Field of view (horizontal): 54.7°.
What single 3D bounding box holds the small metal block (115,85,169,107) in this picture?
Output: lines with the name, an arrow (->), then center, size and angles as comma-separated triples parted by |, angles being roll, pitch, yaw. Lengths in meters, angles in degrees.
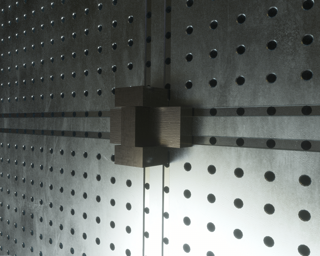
small metal block -> -0.024, -0.040, 0.410 | 0.050, 0.050, 0.025 | 1, 91, 39

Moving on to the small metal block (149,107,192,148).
small metal block -> 0.013, -0.002, 0.396 | 0.050, 0.025, 0.050 | 2, 91, 39

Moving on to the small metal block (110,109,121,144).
small metal block -> -0.045, -0.002, 0.444 | 0.050, 0.025, 0.050 | 1, 91, 39

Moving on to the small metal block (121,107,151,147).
small metal block -> -0.024, -0.002, 0.410 | 0.025, 0.050, 0.050 | 1, 91, 40

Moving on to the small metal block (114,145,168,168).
small metal block -> -0.024, 0.035, 0.411 | 0.050, 0.050, 0.025 | 1, 91, 39
